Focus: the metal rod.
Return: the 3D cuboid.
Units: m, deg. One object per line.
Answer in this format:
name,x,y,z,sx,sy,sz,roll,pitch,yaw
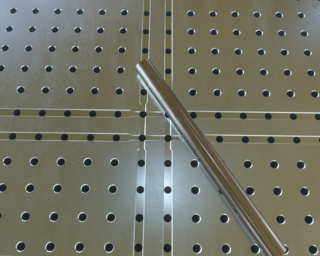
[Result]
metal rod,0.056,0.028,0.402,0.025,0.025,0.299,-31,73,-11
